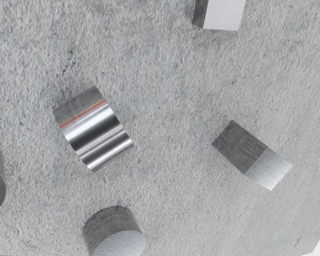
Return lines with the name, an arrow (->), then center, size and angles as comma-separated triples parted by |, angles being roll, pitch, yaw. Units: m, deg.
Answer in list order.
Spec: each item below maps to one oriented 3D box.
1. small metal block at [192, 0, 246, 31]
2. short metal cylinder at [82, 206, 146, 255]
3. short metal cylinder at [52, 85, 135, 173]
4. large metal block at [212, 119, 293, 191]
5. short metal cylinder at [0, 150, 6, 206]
small metal block -> 0.069, -0.142, 0.357 | 0.050, 0.025, 0.050 | -6, 121, -26
short metal cylinder -> -0.068, 0.162, 0.454 | 0.081, 0.050, 0.079 | -14, 124, -21
short metal cylinder -> -0.070, 0.001, 0.333 | 0.050, 0.080, 0.080 | -33, 129, -7
large metal block -> 0.140, 0.041, 0.473 | 0.080, 0.080, 0.050 | 30, 101, -38
short metal cylinder -> -0.202, 0.052, 0.313 | 0.081, 0.050, 0.079 | -14, 124, -21
